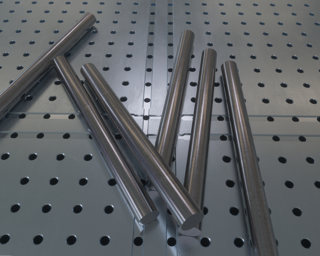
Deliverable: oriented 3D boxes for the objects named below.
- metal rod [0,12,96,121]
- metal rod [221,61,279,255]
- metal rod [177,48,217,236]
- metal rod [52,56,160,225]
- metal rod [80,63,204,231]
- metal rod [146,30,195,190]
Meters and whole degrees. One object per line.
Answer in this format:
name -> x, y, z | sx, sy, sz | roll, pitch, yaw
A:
metal rod -> -0.186, -0.098, 0.488 | 0.025, 0.025, 0.301 | 17, 52, 14
metal rod -> 0.106, 0.018, 0.392 | 0.025, 0.025, 0.300 | 1, 50, 1
metal rod -> 0.056, -0.007, 0.413 | 0.025, 0.025, 0.300 | 8, 50, 6
metal rod -> -0.085, -0.005, 0.411 | 0.025, 0.025, 0.300 | -23, 54, -18
metal rod -> -0.041, -0.002, 0.386 | 0.025, 0.025, 0.300 | -23, 47, -18
metal rod -> 0.022, -0.048, 0.448 | 0.025, 0.025, 0.300 | 8, 50, 6
